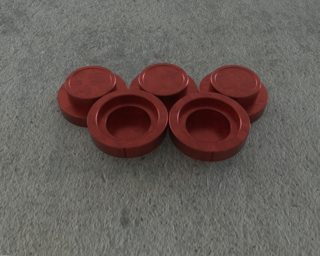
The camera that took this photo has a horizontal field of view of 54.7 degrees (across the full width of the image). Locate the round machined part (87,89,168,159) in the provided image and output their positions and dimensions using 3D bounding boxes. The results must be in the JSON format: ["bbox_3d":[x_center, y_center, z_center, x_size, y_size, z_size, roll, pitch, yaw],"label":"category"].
[{"bbox_3d":[-0.039,-0.001,0.394,0.099,0.042,0.098,0,50,0],"label":"round machined part"}]

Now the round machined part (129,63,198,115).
[{"bbox_3d":[0.005,-0.055,0.440,0.099,0.042,0.098,0,50,0],"label":"round machined part"}]

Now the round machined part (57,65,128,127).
[{"bbox_3d":[-0.094,-0.051,0.435,0.099,0.042,0.098,0,50,0],"label":"round machined part"}]

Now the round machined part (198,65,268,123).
[{"bbox_3d":[0.104,-0.052,0.439,0.099,0.042,0.098,0,50,0],"label":"round machined part"}]

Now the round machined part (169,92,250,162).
[{"bbox_3d":[0.060,0.003,0.392,0.099,0.042,0.098,0,50,0],"label":"round machined part"}]
